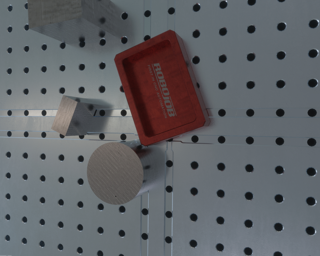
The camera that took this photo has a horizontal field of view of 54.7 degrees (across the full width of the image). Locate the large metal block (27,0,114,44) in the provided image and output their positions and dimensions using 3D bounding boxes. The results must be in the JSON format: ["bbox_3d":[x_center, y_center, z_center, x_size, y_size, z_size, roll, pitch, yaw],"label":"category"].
[{"bbox_3d":[-0.120,-0.156,0.426,0.080,0.080,0.050,-4,89,20],"label":"large metal block"}]

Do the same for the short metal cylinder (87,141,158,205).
[{"bbox_3d":[-0.050,0.058,0.417,0.080,0.050,0.079,0,90,20],"label":"short metal cylinder"}]

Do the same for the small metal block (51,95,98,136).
[{"bbox_3d":[-0.121,-0.017,0.442,0.025,0.050,0.050,25,98,18],"label":"small metal block"}]

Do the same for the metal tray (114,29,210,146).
[{"bbox_3d":[0.002,-0.050,0.409,0.090,0.030,0.129,-20,83,18],"label":"metal tray"}]
